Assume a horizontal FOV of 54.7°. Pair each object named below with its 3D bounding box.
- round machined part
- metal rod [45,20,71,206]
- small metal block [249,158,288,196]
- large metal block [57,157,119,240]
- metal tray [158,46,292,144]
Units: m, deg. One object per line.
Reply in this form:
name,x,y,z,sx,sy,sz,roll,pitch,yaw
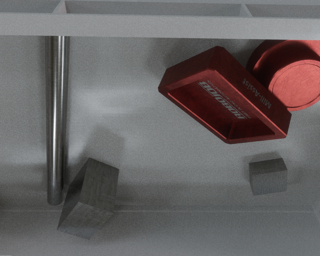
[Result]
round machined part,0.151,-0.058,0.351,0.099,0.042,0.097,-1,130,0
metal rod,-0.138,0.005,0.411,0.025,0.025,0.298,10,130,-9
small metal block,0.166,0.076,0.476,0.050,0.025,0.050,-10,130,8
large metal block,-0.105,0.105,0.461,0.050,0.080,0.080,26,125,-21
metal tray,0.074,-0.029,0.353,0.130,0.030,0.090,35,154,-27
